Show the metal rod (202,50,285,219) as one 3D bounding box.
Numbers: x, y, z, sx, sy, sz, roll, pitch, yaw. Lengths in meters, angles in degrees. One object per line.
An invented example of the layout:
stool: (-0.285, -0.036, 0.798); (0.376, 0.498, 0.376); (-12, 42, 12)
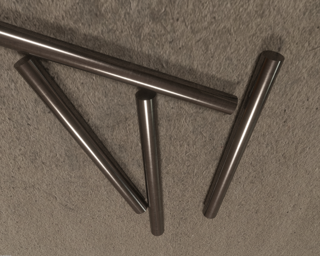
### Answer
metal rod: (0.105, 0.033, 0.436); (0.025, 0.025, 0.298); (6, 130, -5)

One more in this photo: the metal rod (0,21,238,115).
metal rod: (-0.052, -0.067, 0.349); (0.302, 0.025, 0.025); (15, 128, -13)

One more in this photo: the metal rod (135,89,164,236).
metal rod: (-0.011, 0.073, 0.469); (0.025, 0.025, 0.298); (-2, 130, 1)

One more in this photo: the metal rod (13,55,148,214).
metal rod: (-0.091, 0.030, 0.430); (0.025, 0.025, 0.299); (-19, 128, 15)
